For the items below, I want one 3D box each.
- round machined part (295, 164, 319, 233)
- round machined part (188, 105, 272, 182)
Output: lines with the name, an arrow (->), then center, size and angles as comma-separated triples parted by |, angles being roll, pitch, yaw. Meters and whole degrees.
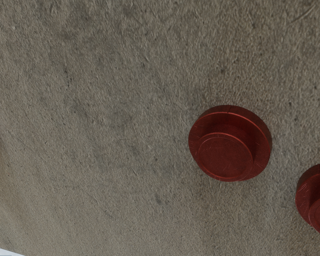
round machined part -> 0.203, 0.087, 0.343 | 0.098, 0.042, 0.097 | 13, 124, 21
round machined part -> 0.080, 0.025, 0.369 | 0.098, 0.042, 0.097 | 13, 124, 21
